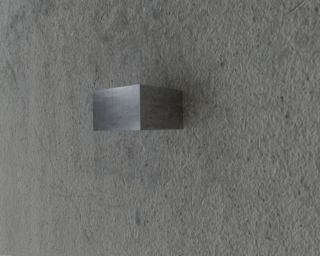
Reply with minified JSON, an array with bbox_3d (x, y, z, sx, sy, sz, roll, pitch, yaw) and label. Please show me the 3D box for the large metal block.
[{"bbox_3d":[-0.027,-0.022,0.391,0.080,0.081,0.050,-1,89,39],"label":"large metal block"}]
